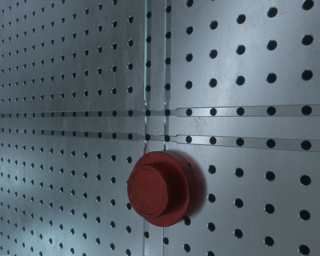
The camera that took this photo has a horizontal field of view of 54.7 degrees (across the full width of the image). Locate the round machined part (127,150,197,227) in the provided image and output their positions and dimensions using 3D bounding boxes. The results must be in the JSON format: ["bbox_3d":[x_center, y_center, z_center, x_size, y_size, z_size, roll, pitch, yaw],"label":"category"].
[{"bbox_3d":[-0.004,0.079,0.400,0.098,0.042,0.097,0,90,39],"label":"round machined part"}]
